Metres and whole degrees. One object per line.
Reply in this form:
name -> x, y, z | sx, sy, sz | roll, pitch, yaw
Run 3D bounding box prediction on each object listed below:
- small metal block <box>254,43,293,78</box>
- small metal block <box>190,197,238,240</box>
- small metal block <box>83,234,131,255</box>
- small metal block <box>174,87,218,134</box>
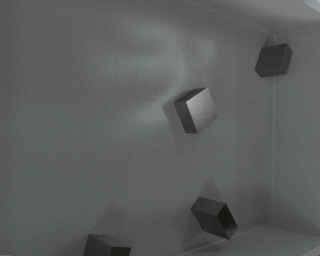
small metal block -> 0.208, -0.123, 0.568 | 0.025, 0.050, 0.050 | 34, 69, -35
small metal block -> 0.081, 0.134, 0.461 | 0.025, 0.050, 0.050 | -44, 117, -31
small metal block -> -0.062, 0.149, 0.340 | 0.025, 0.050, 0.050 | 21, 77, -39
small metal block -> 0.054, -0.026, 0.454 | 0.050, 0.025, 0.050 | -35, 112, -35
